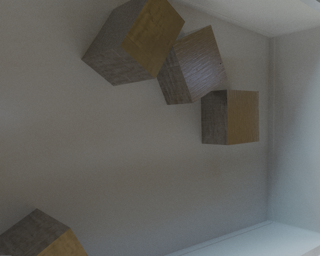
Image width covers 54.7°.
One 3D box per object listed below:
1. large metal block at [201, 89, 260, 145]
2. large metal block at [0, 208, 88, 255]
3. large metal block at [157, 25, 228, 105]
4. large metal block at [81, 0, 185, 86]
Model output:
[{"bbox_3d":[0.111,-0.017,0.486,0.081,0.050,0.079,-3,92,-40],"label":"large metal block"},{"bbox_3d":[-0.102,0.130,0.287,0.050,0.080,0.080,-38,113,-34],"label":"large metal block"},{"bbox_3d":[0.039,-0.086,0.425,0.081,0.050,0.080,-35,112,-35],"label":"large metal block"},{"bbox_3d":[-0.031,-0.098,0.347,0.050,0.080,0.080,40,66,-33],"label":"large metal block"}]
